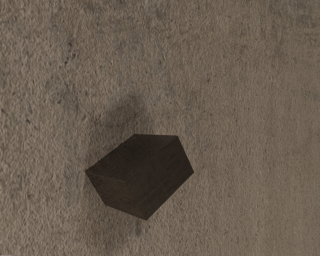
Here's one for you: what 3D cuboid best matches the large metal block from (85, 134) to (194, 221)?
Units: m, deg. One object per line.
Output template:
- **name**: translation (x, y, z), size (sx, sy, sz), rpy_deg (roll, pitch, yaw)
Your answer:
- **large metal block**: translation (-0.023, 0.050, 0.351), size (0.080, 0.080, 0.050), rpy_deg (-39, 114, -33)
